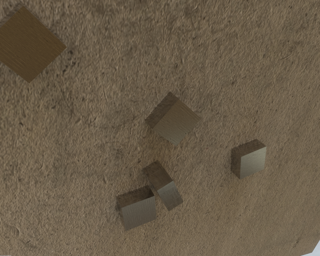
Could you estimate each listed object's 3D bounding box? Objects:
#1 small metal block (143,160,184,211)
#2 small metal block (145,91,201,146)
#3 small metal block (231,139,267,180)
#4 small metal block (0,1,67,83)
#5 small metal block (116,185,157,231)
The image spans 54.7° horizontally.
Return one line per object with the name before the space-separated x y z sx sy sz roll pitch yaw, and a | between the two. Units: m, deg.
small metal block | 0.004 0.082 0.444 0.025 0.050 0.050 -31 129 -8
small metal block | 0.017 -0.011 0.409 0.050 0.025 0.050 -48 129 6
small metal block | 0.148 0.052 0.520 0.050 0.025 0.050 -19 126 -17
small metal block | -0.126 -0.079 0.289 0.050 0.025 0.050 -44 130 2
small metal block | -0.034 0.119 0.462 0.050 0.025 0.050 -16 125 -19
